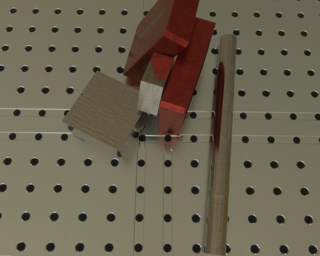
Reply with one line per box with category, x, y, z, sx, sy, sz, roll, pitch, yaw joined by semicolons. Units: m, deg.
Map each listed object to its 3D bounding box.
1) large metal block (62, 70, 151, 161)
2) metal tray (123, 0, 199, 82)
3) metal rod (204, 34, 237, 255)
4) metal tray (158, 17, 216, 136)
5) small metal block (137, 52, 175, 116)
large metal block;-0.064;-0.015;0.403;0.080;0.050;0.080;26;72;9
metal tray;-0.001;-0.122;0.401;0.030;0.130;0.090;22;69;-22
metal rod;0.083;0.007;0.410;0.025;0.025;0.299;7;70;2
metal tray;0.033;-0.064;0.400;0.030;0.090;0.130;18;71;5
small metal block;-0.005;-0.051;0.365;0.025;0.050;0.050;18;53;2
